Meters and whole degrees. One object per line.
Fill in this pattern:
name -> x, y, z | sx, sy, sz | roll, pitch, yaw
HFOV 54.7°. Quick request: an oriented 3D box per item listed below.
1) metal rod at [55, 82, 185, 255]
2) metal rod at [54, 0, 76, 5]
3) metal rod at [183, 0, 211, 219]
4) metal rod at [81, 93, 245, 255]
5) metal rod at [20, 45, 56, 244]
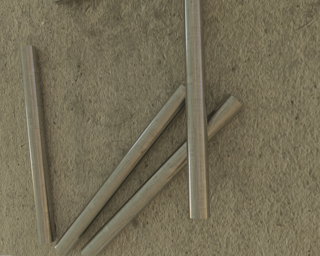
metal rod -> -0.054, 0.064, 0.428 | 0.025, 0.025, 0.299 | 41, 103, 15
metal rod -> -0.013, -0.216, 0.413 | 0.301, 0.025, 0.025 | -8, 88, 19
metal rod -> 0.043, -0.046, 0.373 | 0.025, 0.025, 0.298 | -4, 81, 20
metal rod -> -0.005, 0.073, 0.410 | 0.025, 0.025, 0.299 | 46, 104, 14
metal rod -> -0.188, 0.024, 0.475 | 0.025, 0.025, 0.298 | -7, 88, 20
